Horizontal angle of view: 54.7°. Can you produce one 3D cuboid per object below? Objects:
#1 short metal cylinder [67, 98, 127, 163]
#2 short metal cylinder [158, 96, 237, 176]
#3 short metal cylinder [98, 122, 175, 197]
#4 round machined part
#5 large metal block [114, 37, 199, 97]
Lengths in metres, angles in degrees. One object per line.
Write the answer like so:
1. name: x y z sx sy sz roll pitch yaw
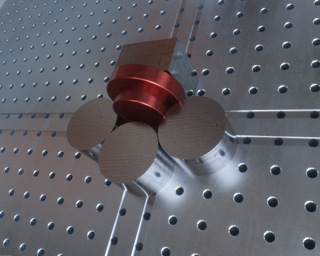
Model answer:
1. short metal cylinder: -0.081 0.005 0.432 0.080 0.050 0.080 -13 56 21
2. short metal cylinder: 0.045 0.010 0.363 0.080 0.050 0.080 -13 56 21
3. short metal cylinder: -0.028 0.039 0.384 0.080 0.050 0.080 -13 56 21
4. round machined part: -0.021 -0.034 0.391 0.098 0.098 0.042 2 62 29
5. large metal block: -0.003 -0.071 0.417 0.080 0.080 0.050 1 62 28
